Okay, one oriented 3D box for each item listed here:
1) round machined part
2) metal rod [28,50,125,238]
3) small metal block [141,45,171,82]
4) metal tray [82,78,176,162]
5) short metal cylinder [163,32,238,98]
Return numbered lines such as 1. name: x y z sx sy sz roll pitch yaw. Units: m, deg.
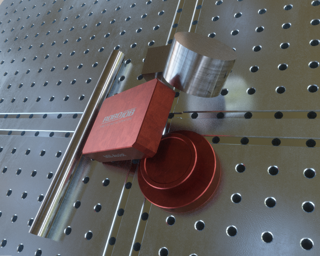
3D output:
1. round machined part: 0.017 0.045 0.360 0.098 0.042 0.098 -13 56 20
2. metal rod: -0.115 0.009 0.460 0.025 0.025 0.300 5 64 30
3. small metal block: 0.005 -0.096 0.463 0.050 0.025 0.050 -2 61 26
4. metal tray: -0.044 -0.005 0.397 0.130 0.030 0.090 -12 53 50
5. short metal cylinder: 0.049 -0.080 0.388 0.080 0.081 0.050 50 134 39
